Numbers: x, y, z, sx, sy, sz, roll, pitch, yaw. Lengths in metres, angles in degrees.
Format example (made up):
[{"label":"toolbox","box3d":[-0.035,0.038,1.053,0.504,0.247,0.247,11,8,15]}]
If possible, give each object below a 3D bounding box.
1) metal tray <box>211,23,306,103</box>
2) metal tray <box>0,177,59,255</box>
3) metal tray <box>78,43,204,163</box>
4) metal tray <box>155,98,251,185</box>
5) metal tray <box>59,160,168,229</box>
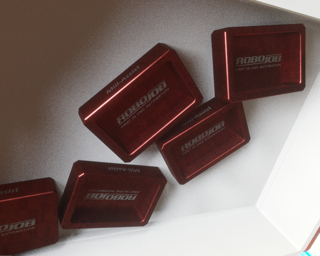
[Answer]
[{"label":"metal tray","box3d":[0.132,-0.087,0.407,0.131,0.030,0.089,-11,103,-23]},{"label":"metal tray","box3d":[-0.192,0.113,0.371,0.131,0.030,0.089,-6,121,-26]},{"label":"metal tray","box3d":[-0.020,-0.028,0.378,0.130,0.030,0.090,-40,130,-1]},{"label":"metal tray","box3d":[0.065,0.015,0.451,0.131,0.030,0.090,-32,129,-8]},{"label":"metal tray","box3d":[-0.064,0.095,0.430,0.131,0.030,0.089,10,113,-33]}]
